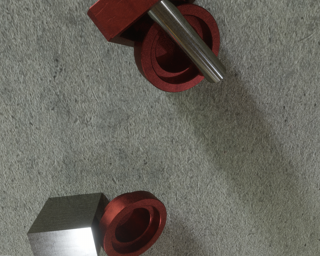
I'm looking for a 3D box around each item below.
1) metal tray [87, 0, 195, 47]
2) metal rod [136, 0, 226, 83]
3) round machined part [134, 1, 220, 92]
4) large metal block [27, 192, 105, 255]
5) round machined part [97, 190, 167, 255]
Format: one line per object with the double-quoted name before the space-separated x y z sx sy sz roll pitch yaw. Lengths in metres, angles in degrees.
"metal tray" -0.010 -0.122 0.307 0.090 0.130 0.030 -35 96 12
"metal rod" -0.026 -0.131 0.261 0.025 0.025 0.301 -41 132 14
"round machined part" 0.016 -0.094 0.352 0.099 0.042 0.097 -15 125 -22
"large metal block" -0.123 0.136 0.430 0.080 0.080 0.050 -6 110 2
"round machined part" -0.042 0.130 0.432 0.099 0.042 0.097 -17 120 -31
